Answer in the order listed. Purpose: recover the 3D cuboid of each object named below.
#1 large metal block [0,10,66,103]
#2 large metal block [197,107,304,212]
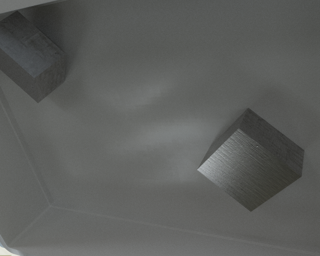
[{"bbox_3d":[-0.174,-0.090,0.410,0.080,0.050,0.080,42,155,-1],"label":"large metal block"},{"bbox_3d":[0.104,0.038,0.361,0.080,0.050,0.080,38,129,2],"label":"large metal block"}]
